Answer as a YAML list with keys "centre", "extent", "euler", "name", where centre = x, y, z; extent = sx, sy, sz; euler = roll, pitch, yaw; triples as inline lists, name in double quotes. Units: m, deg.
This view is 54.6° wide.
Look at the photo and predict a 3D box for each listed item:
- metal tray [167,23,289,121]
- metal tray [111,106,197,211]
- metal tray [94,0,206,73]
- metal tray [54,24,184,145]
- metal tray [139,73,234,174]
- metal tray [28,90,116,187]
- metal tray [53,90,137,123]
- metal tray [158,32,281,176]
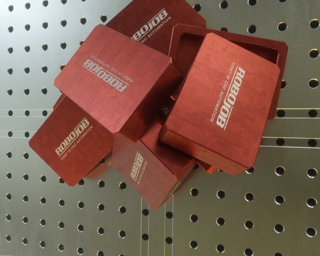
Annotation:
- centre: [0.072, -0.063, 0.361]
  extent: [0.131, 0.030, 0.090]
  euler: [10, 93, -1]
  name: "metal tray"
- centre: [-0.015, 0.041, 0.369]
  extent: [0.030, 0.129, 0.090]
  euler: [-38, 75, -27]
  name: "metal tray"
- centre: [-0.017, -0.114, 0.396]
  extent: [0.130, 0.030, 0.090]
  euler: [-42, 79, 0]
  name: "metal tray"
- centre: [-0.049, -0.052, 0.334]
  extent: [0.130, 0.030, 0.090]
  euler: [35, 87, 36]
  name: "metal tray"
- centre: [0.033, -0.008, 0.368]
  extent: [0.130, 0.090, 0.030]
  euler: [46, 105, 15]
  name: "metal tray"
- centre: [-0.111, 0.010, 0.426]
  extent: [0.090, 0.030, 0.130]
  euler: [46, 116, -2]
  name: "metal tray"
- centre: [-0.082, -0.049, 0.439]
  extent: [0.090, 0.030, 0.130]
  euler: [41, 102, 15]
  name: "metal tray"
- centre: [0.065, -0.028, 0.320]
  extent: [0.090, 0.030, 0.130]
  euler: [26, 63, -3]
  name: "metal tray"
